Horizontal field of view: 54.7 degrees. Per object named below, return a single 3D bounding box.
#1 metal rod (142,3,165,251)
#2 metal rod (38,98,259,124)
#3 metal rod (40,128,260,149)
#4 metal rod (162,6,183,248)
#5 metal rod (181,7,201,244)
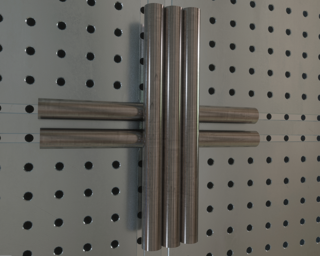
[{"bbox_3d":[-0.009,-0.001,0.384,0.025,0.025,0.298,1,90,-20],"label":"metal rod"},{"bbox_3d":[0.000,-0.020,0.414,0.303,0.025,0.025,1,90,-21],"label":"metal rod"},{"bbox_3d":[0.001,0.014,0.414,0.303,0.025,0.025,1,90,-21],"label":"metal rod"},{"bbox_3d":[0.015,-0.002,0.393,0.025,0.025,0.298,1,90,-20],"label":"metal rod"},{"bbox_3d":[0.038,-0.003,0.402,0.025,0.025,0.298,1,90,-20],"label":"metal rod"}]
